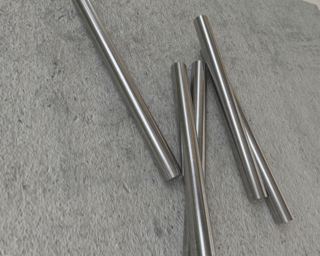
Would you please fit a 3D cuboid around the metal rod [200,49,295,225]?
[{"bbox_3d":[0.126,-0.004,0.475,0.025,0.025,0.299,-5,64,-31],"label":"metal rod"}]

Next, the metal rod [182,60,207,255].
[{"bbox_3d":[0.050,0.024,0.417,0.025,0.025,0.300,19,54,-18],"label":"metal rod"}]

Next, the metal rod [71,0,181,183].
[{"bbox_3d":[-0.051,-0.066,0.417,0.025,0.025,0.299,-17,71,-35],"label":"metal rod"}]

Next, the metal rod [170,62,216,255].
[{"bbox_3d":[0.037,0.027,0.387,0.025,0.025,0.300,13,49,-21],"label":"metal rod"}]

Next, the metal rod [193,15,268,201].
[{"bbox_3d":[0.101,-0.042,0.467,0.025,0.025,0.299,-2,69,-30],"label":"metal rod"}]
